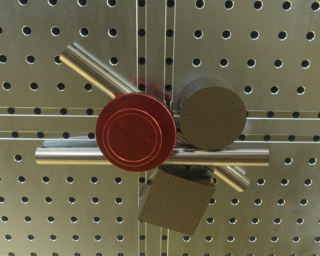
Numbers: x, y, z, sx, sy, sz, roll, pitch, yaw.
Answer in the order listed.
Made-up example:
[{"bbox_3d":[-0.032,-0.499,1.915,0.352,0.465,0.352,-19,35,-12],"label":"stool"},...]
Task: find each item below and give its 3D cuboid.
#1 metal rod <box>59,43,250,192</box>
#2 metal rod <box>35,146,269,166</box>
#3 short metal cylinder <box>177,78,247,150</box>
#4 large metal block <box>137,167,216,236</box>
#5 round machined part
[{"bbox_3d":[0.002,-0.006,0.411,0.301,0.025,0.025,37,106,-13],"label":"metal rod"},{"bbox_3d":[-0.015,0.037,0.407,0.302,0.025,0.025,0,110,7],"label":"metal rod"},{"bbox_3d":[0.063,-0.019,0.393,0.081,0.050,0.079,0,110,-1],"label":"short metal cylinder"},{"bbox_3d":[0.021,0.093,0.432,0.080,0.050,0.079,19,109,-7],"label":"large metal block"},{"bbox_3d":[-0.030,0.007,0.371,0.099,0.042,0.097,1,102,5],"label":"round machined part"}]
